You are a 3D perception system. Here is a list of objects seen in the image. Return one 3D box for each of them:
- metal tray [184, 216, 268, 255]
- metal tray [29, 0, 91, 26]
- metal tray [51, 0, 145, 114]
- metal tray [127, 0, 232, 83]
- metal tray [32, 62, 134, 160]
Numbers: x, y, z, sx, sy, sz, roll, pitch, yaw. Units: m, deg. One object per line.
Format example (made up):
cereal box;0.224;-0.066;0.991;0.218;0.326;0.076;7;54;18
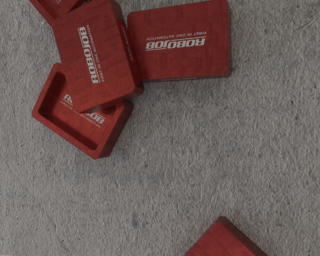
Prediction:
metal tray;0.067;0.187;0.383;0.090;0.030;0.130;42;103;15
metal tray;-0.130;-0.217;0.452;0.130;0.030;0.090;-44;77;14
metal tray;-0.082;-0.093;0.403;0.090;0.030;0.129;-18;84;19
metal tray;0.024;-0.108;0.398;0.130;0.030;0.089;-1;90;19
metal tray;-0.113;-0.025;0.446;0.130;0.030;0.090;31;100;17
